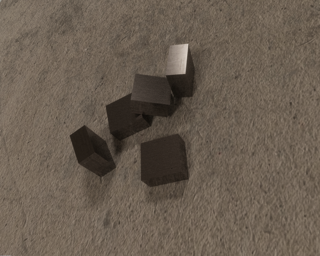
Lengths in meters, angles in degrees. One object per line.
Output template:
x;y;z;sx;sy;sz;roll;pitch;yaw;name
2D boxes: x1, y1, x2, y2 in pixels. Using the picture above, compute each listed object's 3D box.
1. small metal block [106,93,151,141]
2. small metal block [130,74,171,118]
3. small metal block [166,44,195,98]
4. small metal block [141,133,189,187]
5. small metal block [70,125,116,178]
-0.045;-0.017;0.437;0.050;0.025;0.050;-25;53;12;small metal block
-0.012;-0.044;0.417;0.050;0.025;0.050;7;51;-3;small metal block
0.029;-0.076;0.416;0.025;0.050;0.050;-2;61;16;small metal block
0.005;0.040;0.376;0.050;0.025;0.050;-15;56;19;small metal block
-0.089;0.031;0.414;0.025;0.050;0.050;-35;52;5;small metal block
